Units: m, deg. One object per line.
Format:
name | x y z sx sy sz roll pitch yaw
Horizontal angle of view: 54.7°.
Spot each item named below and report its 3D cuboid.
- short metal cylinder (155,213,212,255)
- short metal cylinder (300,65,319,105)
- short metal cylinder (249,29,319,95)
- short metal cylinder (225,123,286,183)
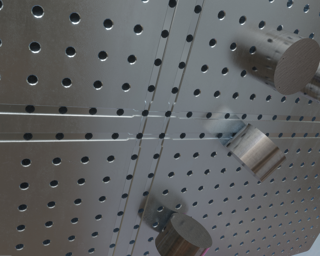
short metal cylinder | 0.039 0.188 0.516 0.080 0.080 0.050 21 107 -36
short metal cylinder | 0.278 -0.075 0.503 0.081 0.050 0.079 -14 124 -21
short metal cylinder | 0.175 -0.093 0.436 0.081 0.050 0.079 -14 125 -21
short metal cylinder | 0.147 0.039 0.482 0.050 0.080 0.080 -44 130 2
